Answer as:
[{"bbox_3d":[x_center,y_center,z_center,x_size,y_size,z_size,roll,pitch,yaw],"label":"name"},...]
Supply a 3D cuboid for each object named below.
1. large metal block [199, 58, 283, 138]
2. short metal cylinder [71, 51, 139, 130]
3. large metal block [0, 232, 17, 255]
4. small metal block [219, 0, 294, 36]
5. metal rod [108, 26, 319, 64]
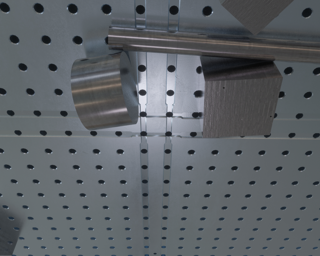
[{"bbox_3d":[0.089,-0.036,0.366,0.080,0.050,0.079,-3,130,2],"label":"large metal block"},{"bbox_3d":[-0.057,-0.040,0.341,0.050,0.080,0.080,-8,130,7],"label":"short metal cylinder"},{"bbox_3d":[-0.340,0.232,0.590,0.080,0.050,0.080,-24,127,18],"label":"large metal block"},{"bbox_3d":[0.094,-0.128,0.303,0.050,0.025,0.050,32,123,-25],"label":"small metal block"},{"bbox_3d":[0.097,-0.088,0.338,0.302,0.025,0.025,3,130,-3],"label":"metal rod"}]
